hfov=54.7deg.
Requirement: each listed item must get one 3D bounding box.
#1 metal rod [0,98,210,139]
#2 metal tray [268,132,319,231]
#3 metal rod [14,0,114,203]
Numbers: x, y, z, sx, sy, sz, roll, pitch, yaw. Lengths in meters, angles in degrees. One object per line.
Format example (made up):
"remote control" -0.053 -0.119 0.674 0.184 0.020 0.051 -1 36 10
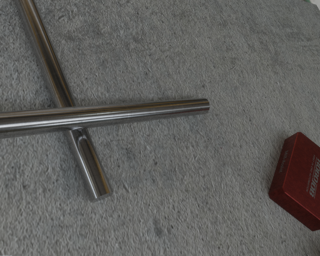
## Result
"metal rod" -0.049 -0.016 0.362 0.302 0.025 0.025 -8 66 -41
"metal tray" 0.226 0.078 0.477 0.090 0.030 0.130 38 51 -3
"metal rod" -0.123 -0.055 0.371 0.025 0.025 0.299 -14 69 -34
